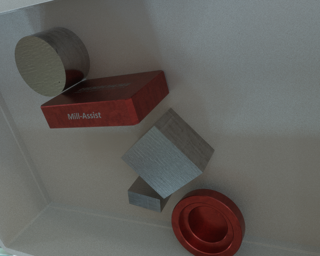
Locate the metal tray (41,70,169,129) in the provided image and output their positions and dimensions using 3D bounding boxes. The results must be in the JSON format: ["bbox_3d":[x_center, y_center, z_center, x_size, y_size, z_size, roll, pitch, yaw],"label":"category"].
[{"bbox_3d":[-0.066,-0.035,0.377,0.130,0.090,0.030,-2,118,28],"label":"metal tray"}]

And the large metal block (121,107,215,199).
[{"bbox_3d":[0.010,0.034,0.407,0.080,0.050,0.080,44,129,-3],"label":"large metal block"}]

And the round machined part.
[{"bbox_3d":[0.069,0.129,0.431,0.098,0.042,0.097,7,108,25],"label":"round machined part"}]

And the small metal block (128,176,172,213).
[{"bbox_3d":[-0.012,0.092,0.454,0.050,0.050,0.025,11,123,22],"label":"small metal block"}]

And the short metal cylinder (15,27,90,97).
[{"bbox_3d":[-0.142,-0.088,0.411,0.080,0.050,0.079,13,124,21],"label":"short metal cylinder"}]
